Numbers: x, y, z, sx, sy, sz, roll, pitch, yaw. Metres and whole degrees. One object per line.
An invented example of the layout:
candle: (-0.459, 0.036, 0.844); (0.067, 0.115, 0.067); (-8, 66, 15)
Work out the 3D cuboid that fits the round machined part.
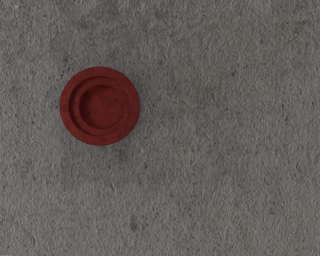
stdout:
round machined part: (-0.074, -0.027, 0.401); (0.099, 0.042, 0.097); (0, 90, 0)
